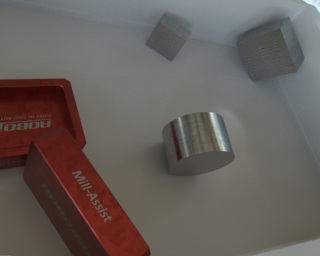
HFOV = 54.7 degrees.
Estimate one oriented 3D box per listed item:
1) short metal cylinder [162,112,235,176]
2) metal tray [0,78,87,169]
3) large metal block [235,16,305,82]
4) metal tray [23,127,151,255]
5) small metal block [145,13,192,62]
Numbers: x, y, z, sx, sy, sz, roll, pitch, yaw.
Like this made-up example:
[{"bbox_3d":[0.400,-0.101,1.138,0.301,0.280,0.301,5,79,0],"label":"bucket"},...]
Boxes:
[{"bbox_3d":[0.046,0.022,0.383,0.081,0.080,0.050,3,60,-27],"label":"short metal cylinder"},{"bbox_3d":[-0.153,-0.006,0.323,0.131,0.030,0.090,-7,65,-32],"label":"metal tray"},{"bbox_3d":[0.192,-0.135,0.541,0.050,0.080,0.080,-49,117,-37],"label":"large metal block"},{"bbox_3d":[-0.073,0.074,0.280,0.030,0.090,0.130,-30,79,-38],"label":"metal tray"},{"bbox_3d":[0.012,-0.140,0.483,0.050,0.050,0.025,32,51,-8],"label":"small metal block"}]
